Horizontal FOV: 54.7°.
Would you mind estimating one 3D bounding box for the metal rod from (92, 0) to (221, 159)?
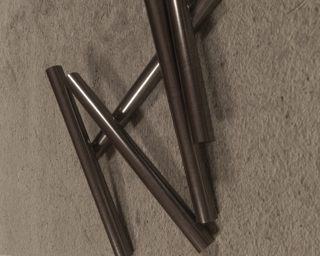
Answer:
[{"bbox_3d":[-0.023,-0.057,0.421,0.298,0.025,0.025,-50,61,28],"label":"metal rod"}]

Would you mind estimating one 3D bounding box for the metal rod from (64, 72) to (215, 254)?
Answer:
[{"bbox_3d":[-0.038,0.032,0.410,0.300,0.025,0.025,49,119,20],"label":"metal rod"}]

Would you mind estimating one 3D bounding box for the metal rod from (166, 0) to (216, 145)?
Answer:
[{"bbox_3d":[0.022,-0.129,0.351,0.025,0.025,0.298,-18,76,38],"label":"metal rod"}]

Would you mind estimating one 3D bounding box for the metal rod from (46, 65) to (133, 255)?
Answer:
[{"bbox_3d":[-0.106,0.048,0.459,0.025,0.025,0.299,-26,83,37],"label":"metal rod"}]

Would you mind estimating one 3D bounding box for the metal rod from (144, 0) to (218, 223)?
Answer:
[{"bbox_3d":[0.020,-0.039,0.363,0.025,0.025,0.298,-15,88,39],"label":"metal rod"}]
